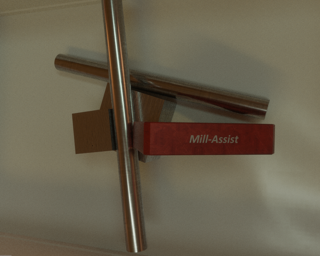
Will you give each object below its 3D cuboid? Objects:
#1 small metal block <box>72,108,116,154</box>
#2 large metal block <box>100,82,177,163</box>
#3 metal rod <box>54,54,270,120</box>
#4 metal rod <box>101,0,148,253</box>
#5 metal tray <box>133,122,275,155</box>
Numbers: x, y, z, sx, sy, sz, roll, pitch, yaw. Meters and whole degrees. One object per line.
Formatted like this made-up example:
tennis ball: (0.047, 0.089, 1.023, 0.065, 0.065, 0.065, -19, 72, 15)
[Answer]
small metal block: (-0.078, 0.004, 0.382, 0.050, 0.025, 0.050, -7, 87, 19)
large metal block: (-0.034, -0.008, 0.407, 0.080, 0.050, 0.080, 19, 96, 18)
metal rod: (-0.011, -0.060, 0.413, 0.301, 0.025, 0.025, 16, 95, 18)
metal rod: (-0.043, -0.006, 0.370, 0.025, 0.025, 0.298, -7, 88, 19)
metal tray: (0.041, 0.009, 0.331, 0.131, 0.090, 0.030, 1, 91, -12)
